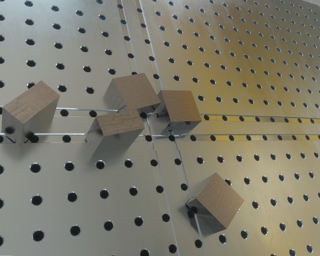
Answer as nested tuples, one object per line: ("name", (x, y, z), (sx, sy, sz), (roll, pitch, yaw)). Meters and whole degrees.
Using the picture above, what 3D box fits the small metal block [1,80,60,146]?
("small metal block", (-0.137, -0.015, 0.328), (0.025, 0.050, 0.050), (40, 51, -1))

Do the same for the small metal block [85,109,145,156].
("small metal block", (-0.053, 0.005, 0.360), (0.050, 0.050, 0.025), (-12, 68, -33))

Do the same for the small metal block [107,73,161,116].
("small metal block", (-0.035, -0.043, 0.415), (0.050, 0.025, 0.050), (-17, 71, -35))

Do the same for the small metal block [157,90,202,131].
("small metal block", (0.025, -0.025, 0.436), (0.050, 0.025, 0.050), (-3, 63, -29))

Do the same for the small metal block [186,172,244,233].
("small metal block", (0.070, 0.093, 0.388), (0.050, 0.025, 0.050), (45, 51, 3))
